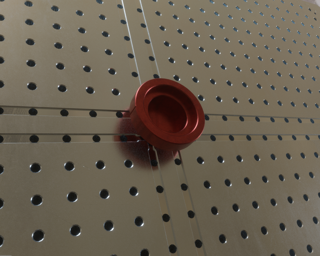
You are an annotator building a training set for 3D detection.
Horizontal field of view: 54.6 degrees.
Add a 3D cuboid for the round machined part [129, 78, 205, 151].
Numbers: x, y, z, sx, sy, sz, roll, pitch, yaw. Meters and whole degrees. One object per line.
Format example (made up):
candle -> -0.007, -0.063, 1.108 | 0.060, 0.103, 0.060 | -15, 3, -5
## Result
round machined part -> 0.006, -0.014, 0.407 | 0.099, 0.042, 0.098 | 13, 56, -21
